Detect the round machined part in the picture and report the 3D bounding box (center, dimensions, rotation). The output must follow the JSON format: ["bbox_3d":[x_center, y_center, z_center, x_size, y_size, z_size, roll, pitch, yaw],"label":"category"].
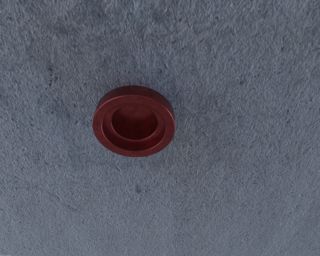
[{"bbox_3d":[-0.031,-0.012,0.385,0.099,0.042,0.097,0,130,0],"label":"round machined part"}]
